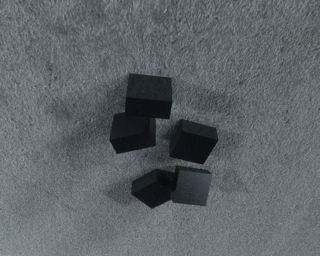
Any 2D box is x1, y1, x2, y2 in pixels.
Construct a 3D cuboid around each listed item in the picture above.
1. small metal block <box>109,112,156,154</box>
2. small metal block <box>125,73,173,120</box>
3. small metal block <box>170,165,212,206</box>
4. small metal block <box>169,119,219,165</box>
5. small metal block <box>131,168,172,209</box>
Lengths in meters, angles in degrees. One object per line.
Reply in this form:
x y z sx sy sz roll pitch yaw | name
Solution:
-0.033 0.002 0.392 0.050 0.050 0.025 -12 129 10 | small metal block
-0.013 -0.037 0.359 0.050 0.050 0.025 5 130 -5 | small metal block
0.046 0.087 0.465 0.050 0.025 0.050 9 97 -10 | small metal block
0.045 0.020 0.424 0.050 0.025 0.050 14 129 -12 | small metal block
-0.009 0.097 0.489 0.050 0.025 0.050 -31 124 24 | small metal block
